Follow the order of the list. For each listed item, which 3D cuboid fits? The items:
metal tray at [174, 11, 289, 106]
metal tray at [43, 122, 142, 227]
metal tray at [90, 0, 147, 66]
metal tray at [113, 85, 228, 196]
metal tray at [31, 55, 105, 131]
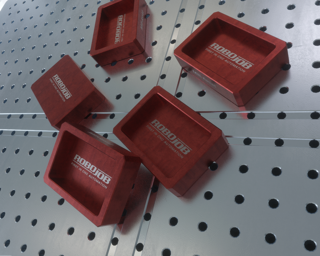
[{"bbox_3d":[0.091,-0.098,0.417,0.090,0.030,0.130,-44,51,-2],"label":"metal tray"},{"bbox_3d":[-0.092,0.055,0.400,0.130,0.030,0.090,24,96,36],"label":"metal tray"},{"bbox_3d":[-0.072,-0.179,0.553,0.090,0.030,0.130,-13,56,21],"label":"metal tray"},{"bbox_3d":[0.009,0.011,0.394,0.090,0.030,0.130,-46,51,-4],"label":"metal tray"},{"bbox_3d":[-0.160,-0.061,0.528,0.090,0.030,0.130,-42,51,-1],"label":"metal tray"}]
